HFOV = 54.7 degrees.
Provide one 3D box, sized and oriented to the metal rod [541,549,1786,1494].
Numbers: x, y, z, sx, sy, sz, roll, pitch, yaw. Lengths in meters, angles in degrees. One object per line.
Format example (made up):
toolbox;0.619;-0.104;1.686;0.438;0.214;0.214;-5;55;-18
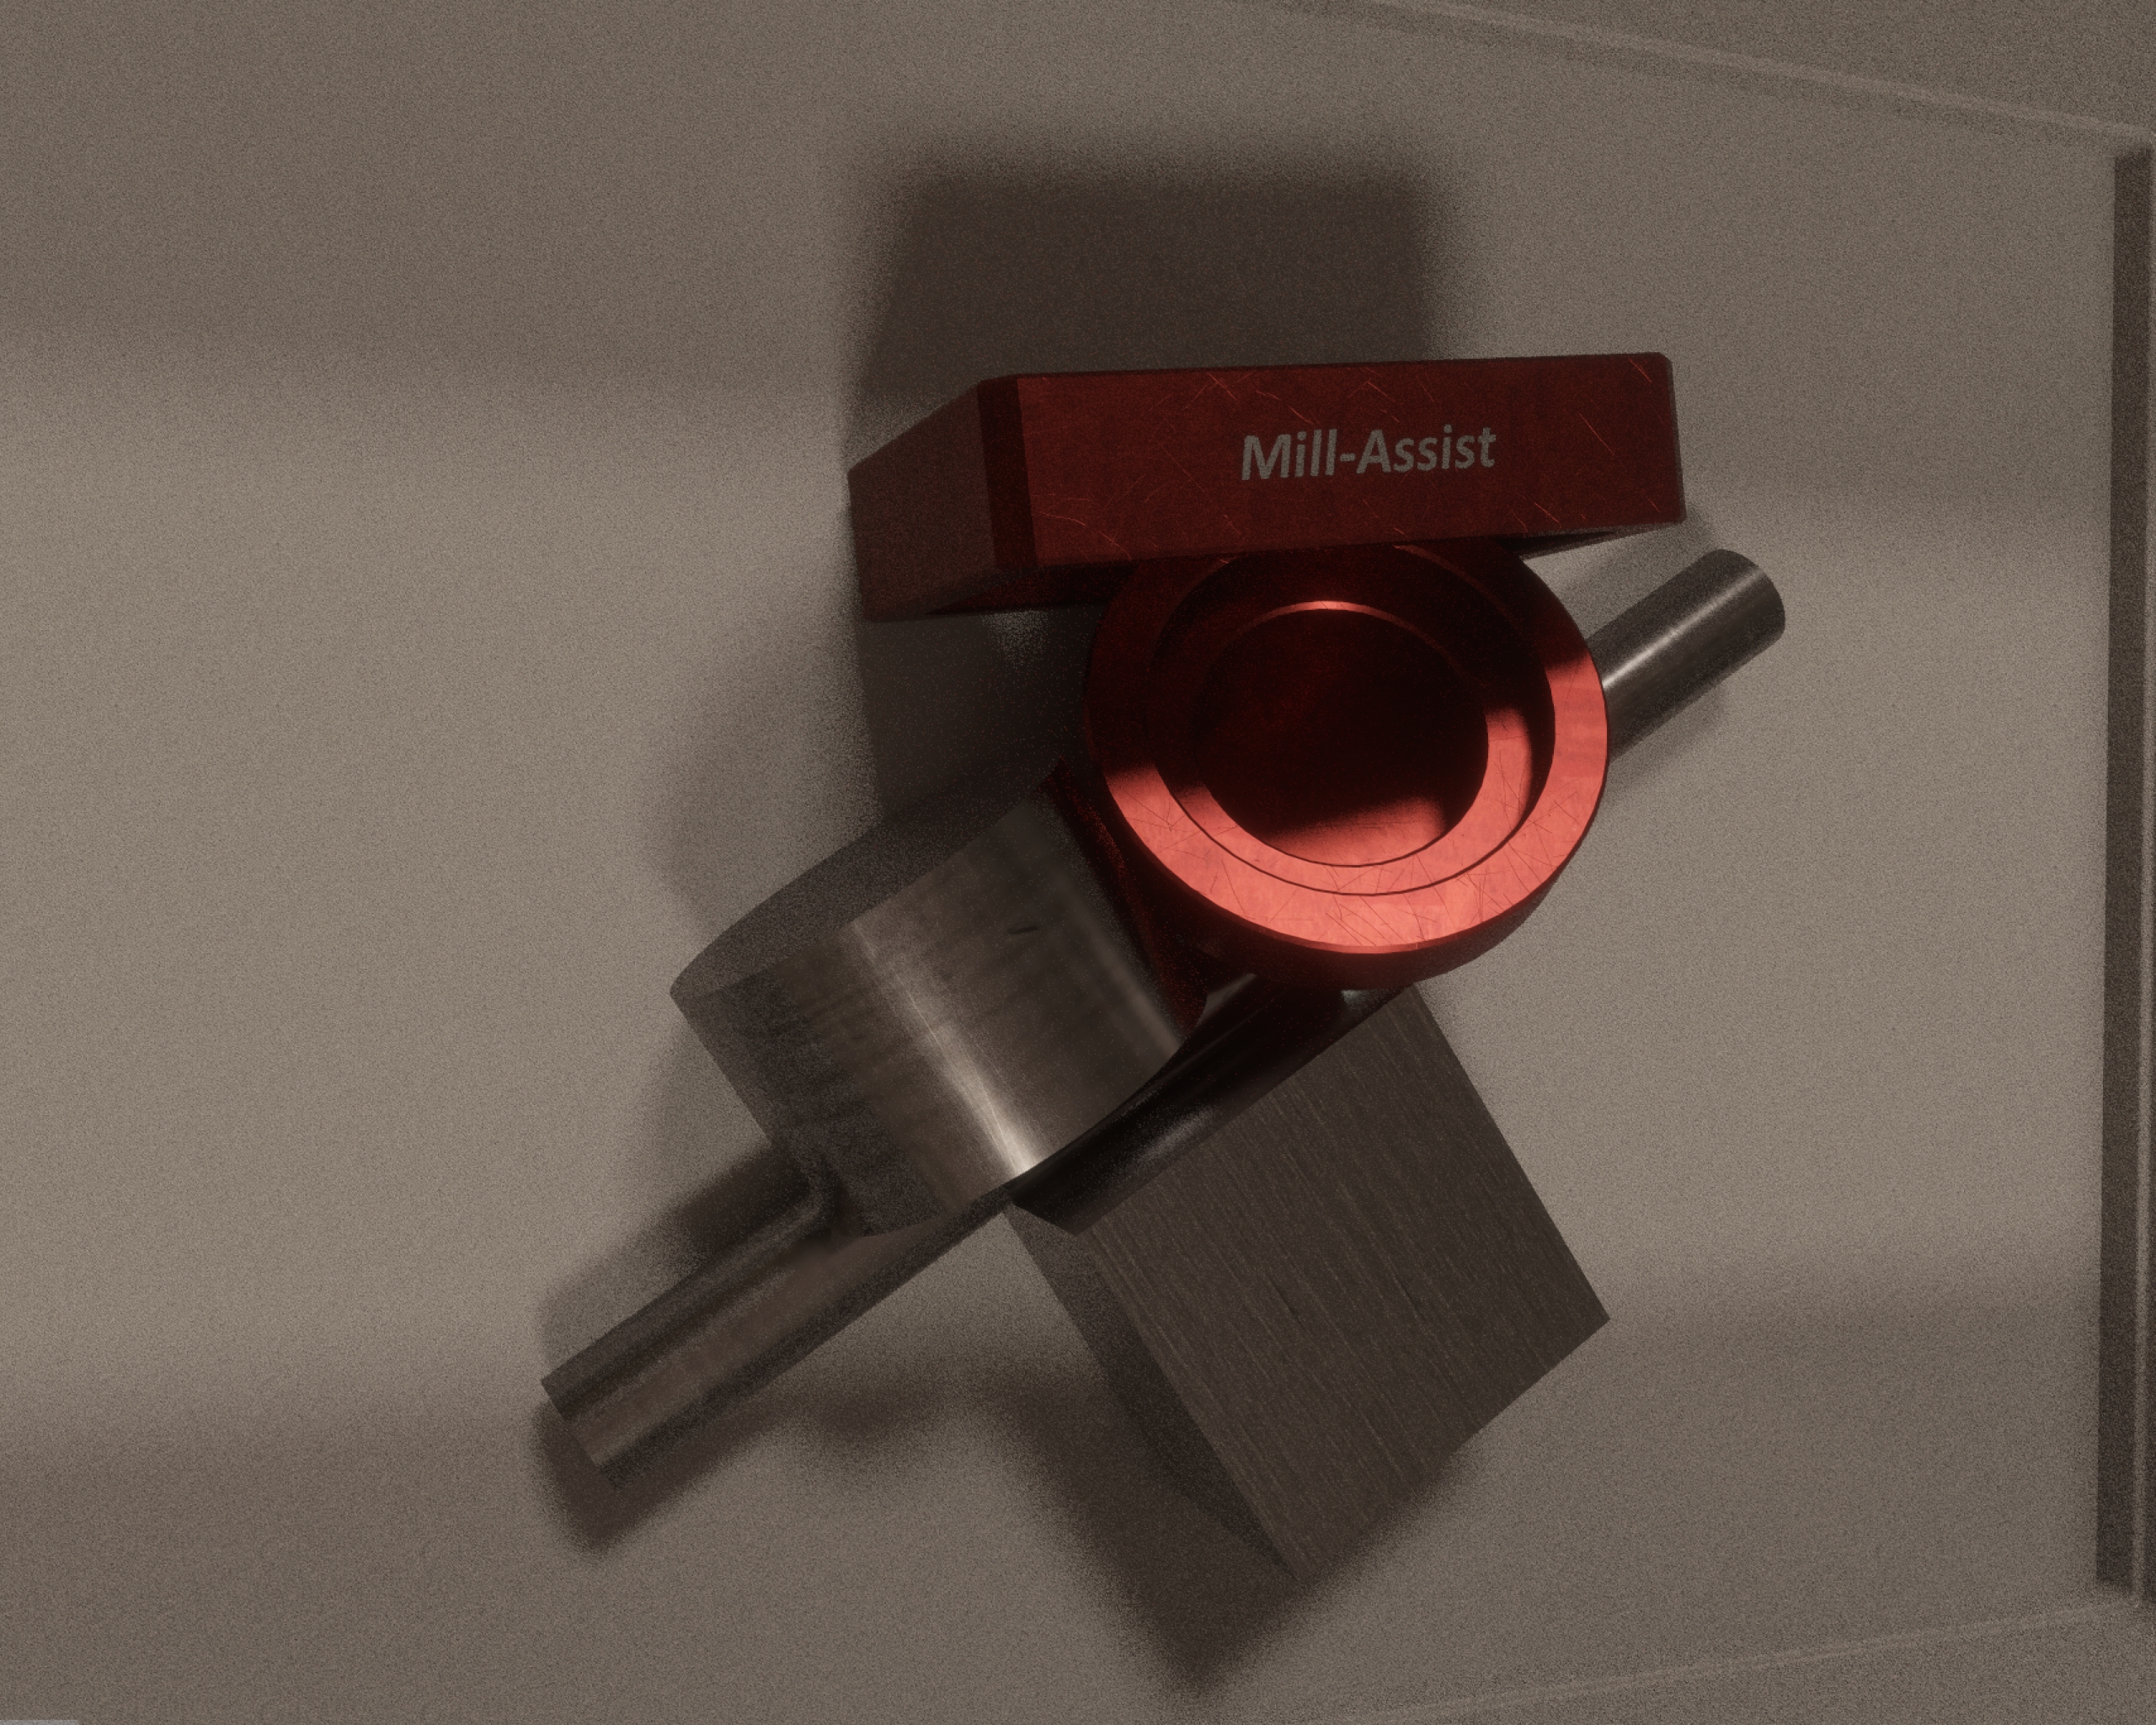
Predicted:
metal rod;0.029;0.022;0.421;0.302;0.025;0.025;-34;102;-17

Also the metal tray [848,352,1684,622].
metal tray;0.032;-0.068;0.386;0.131;0.090;0.030;-7;93;-21

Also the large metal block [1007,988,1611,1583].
large metal block;0.043;0.078;0.412;0.080;0.050;0.080;-35;102;-17

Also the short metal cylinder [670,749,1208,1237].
short metal cylinder;-0.024;0.022;0.372;0.080;0.080;0.050;-35;102;-17

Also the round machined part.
round machined part;0.049;-0.020;0.404;0.099;0.042;0.098;2;66;-4
